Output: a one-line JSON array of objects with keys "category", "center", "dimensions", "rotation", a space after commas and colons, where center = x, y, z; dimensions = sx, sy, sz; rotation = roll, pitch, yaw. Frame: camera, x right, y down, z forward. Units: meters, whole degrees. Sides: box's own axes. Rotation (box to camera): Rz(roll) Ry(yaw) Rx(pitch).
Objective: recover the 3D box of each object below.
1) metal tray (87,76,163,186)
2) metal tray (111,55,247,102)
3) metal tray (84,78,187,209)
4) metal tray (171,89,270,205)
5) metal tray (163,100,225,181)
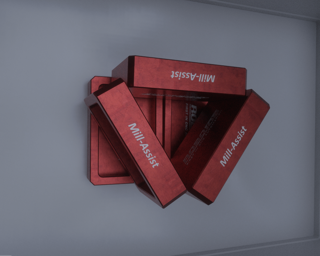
[{"category": "metal tray", "center": [-0.044, 0.003, 0.391], "dimensions": [0.091, 0.030, 0.129], "rotation": [0, 89, -20]}, {"category": "metal tray", "center": [0.018, -0.051, 0.348], "dimensions": [0.131, 0.090, 0.030], "rotation": [2, 90, -20]}, {"category": "metal tray", "center": [-0.030, 0.016, 0.331], "dimensions": [0.030, 0.090, 0.130], "rotation": [-33, 101, -16]}, {"category": "metal tray", "center": [0.061, 0.018, 0.364], "dimensions": [0.030, 0.090, 0.130], "rotation": [37, 79, -16]}, {"category": "metal tray", "center": [0.043, 0.005, 0.422], "dimensions": [0.091, 0.030, 0.129], "rotation": [1, 89, -20]}]
